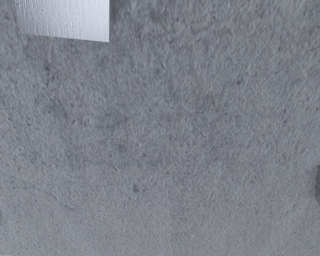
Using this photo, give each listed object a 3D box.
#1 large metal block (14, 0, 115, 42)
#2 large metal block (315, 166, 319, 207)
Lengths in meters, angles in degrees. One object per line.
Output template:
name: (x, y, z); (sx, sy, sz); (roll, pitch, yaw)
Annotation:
large metal block: (-0.083, -0.129, 0.279); (0.081, 0.050, 0.079); (5, 130, -5)
large metal block: (0.293, 0.096, 0.477); (0.080, 0.050, 0.080); (-12, 129, 9)
